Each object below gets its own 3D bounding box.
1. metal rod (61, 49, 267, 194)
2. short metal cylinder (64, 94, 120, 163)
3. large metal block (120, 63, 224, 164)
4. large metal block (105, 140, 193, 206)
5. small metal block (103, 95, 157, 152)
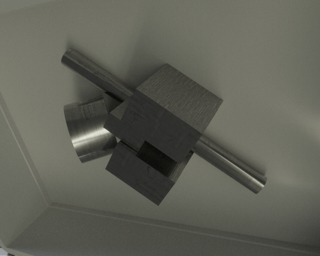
[{"bbox_3d":[0.001,-0.012,0.399,0.301,0.025,0.025,34,129,5],"label":"metal rod"},{"bbox_3d":[-0.089,0.001,0.409,0.050,0.080,0.079,-17,116,-8],"label":"short metal cylinder"},{"bbox_3d":[0.015,-0.019,0.352,0.080,0.080,0.050,35,129,5],"label":"large metal block"},{"bbox_3d":[-0.009,0.038,0.399,0.080,0.080,0.050,34,129,5],"label":"large metal block"},{"bbox_3d":[-0.030,-0.007,0.372,0.050,0.050,0.025,35,129,4],"label":"small metal block"}]
